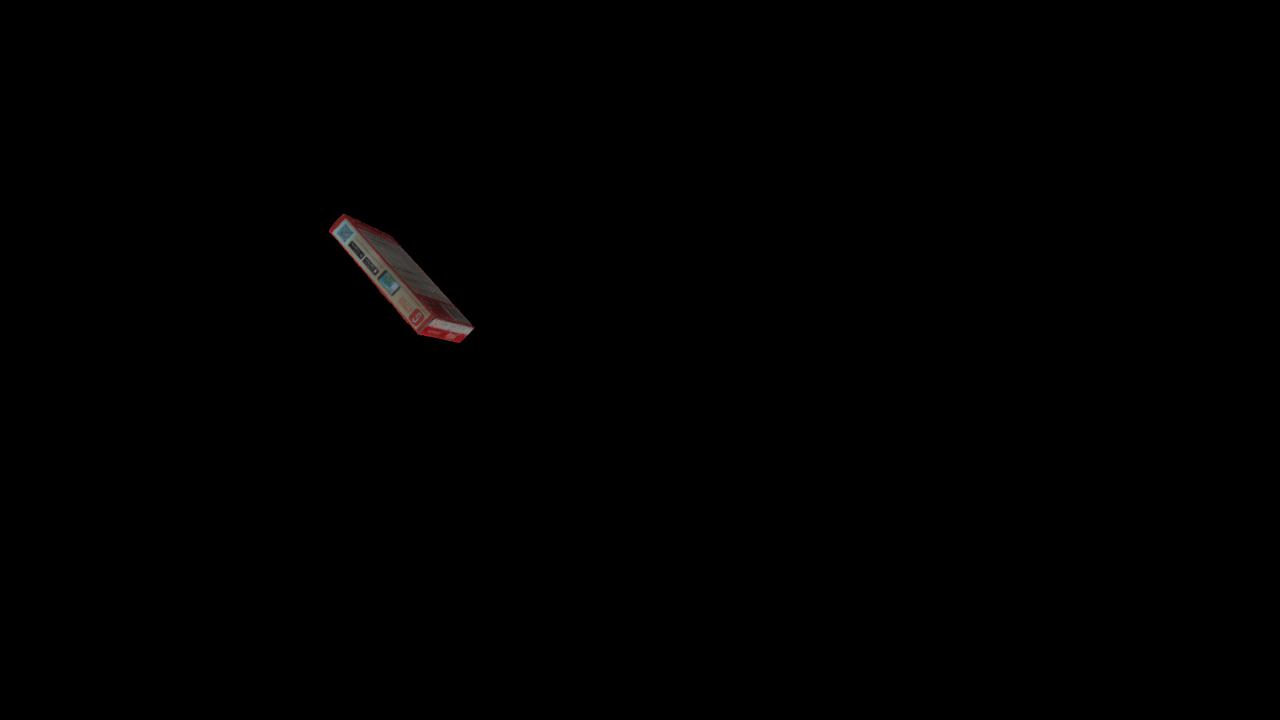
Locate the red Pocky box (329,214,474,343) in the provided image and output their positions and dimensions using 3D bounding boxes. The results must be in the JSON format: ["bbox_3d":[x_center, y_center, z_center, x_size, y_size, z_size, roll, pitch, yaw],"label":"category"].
[{"bbox_3d":[-0.246,-0.082,0.640,0.155,0.028,0.083,46,6,13],"label":"red Pocky box"}]
